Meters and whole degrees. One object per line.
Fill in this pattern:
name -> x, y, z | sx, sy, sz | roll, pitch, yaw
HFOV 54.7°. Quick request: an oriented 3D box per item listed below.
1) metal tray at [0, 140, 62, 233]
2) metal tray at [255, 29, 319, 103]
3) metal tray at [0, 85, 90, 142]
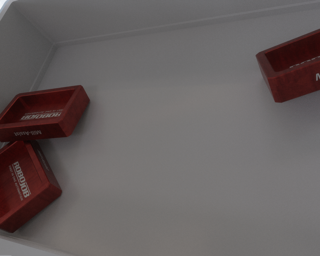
metal tray -> -0.211, 0.076, 0.460 | 0.090, 0.030, 0.130 | -39, 51, -7
metal tray -> 0.177, -0.078, 0.330 | 0.130, 0.030, 0.090 | -19, 25, 17
metal tray -> -0.187, -0.023, 0.489 | 0.130, 0.030, 0.090 | -5, 42, 18
